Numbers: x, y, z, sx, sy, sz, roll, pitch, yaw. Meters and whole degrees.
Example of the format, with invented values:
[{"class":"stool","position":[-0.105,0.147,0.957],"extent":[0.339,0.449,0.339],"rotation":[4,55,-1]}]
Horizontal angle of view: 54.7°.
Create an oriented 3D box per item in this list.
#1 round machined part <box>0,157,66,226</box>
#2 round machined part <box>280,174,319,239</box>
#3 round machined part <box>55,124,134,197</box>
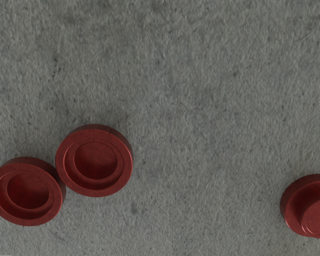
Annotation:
[{"class":"round machined part","position":[-0.179,0.083,0.429],"extent":[0.099,0.042,0.097],"rotation":[0,110,-1]},{"class":"round machined part","position":[0.230,0.119,0.448],"extent":[0.099,0.042,0.097],"rotation":[0,110,-1]},{"class":"round machined part","position":[-0.084,0.040,0.414],"extent":[0.099,0.042,0.097],"rotation":[0,110,-1]}]
